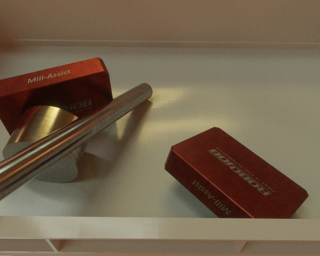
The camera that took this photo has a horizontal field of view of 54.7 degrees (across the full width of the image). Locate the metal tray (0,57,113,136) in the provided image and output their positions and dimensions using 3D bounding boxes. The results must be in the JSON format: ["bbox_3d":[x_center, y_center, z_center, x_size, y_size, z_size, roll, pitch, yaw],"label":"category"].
[{"bbox_3d":[-0.126,-0.030,0.386,0.131,0.089,0.030,-17,52,-14],"label":"metal tray"}]

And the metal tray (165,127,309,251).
[{"bbox_3d":[0.081,0.056,0.336,0.130,0.030,0.091,39,39,28],"label":"metal tray"}]

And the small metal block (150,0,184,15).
[{"bbox_3d":[0.015,-0.259,0.625,0.050,0.025,0.050,22,53,17],"label":"small metal block"}]

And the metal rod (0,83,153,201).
[{"bbox_3d":[-0.079,0.000,0.324,0.025,0.025,0.301,20,28,15],"label":"metal rod"}]

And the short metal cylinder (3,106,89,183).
[{"bbox_3d":[-0.126,0.020,0.351,0.080,0.080,0.050,5,51,4],"label":"short metal cylinder"}]
